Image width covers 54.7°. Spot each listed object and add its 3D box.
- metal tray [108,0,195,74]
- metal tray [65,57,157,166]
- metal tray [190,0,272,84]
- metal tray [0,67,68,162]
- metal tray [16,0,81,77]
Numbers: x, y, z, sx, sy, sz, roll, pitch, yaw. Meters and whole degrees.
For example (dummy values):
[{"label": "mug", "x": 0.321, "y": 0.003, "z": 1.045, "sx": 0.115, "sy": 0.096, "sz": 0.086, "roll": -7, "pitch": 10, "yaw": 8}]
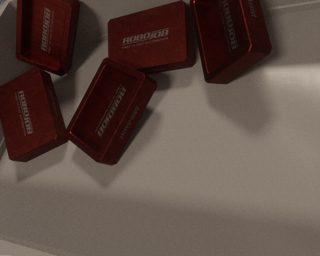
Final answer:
[{"label": "metal tray", "x": -0.016, "y": -0.129, "z": 0.467, "sx": 0.130, "sy": 0.030, "sz": 0.089, "roll": -5, "pitch": 83, "yaw": 25}, {"label": "metal tray", "x": -0.071, "y": -0.025, "z": 0.432, "sx": 0.090, "sy": 0.030, "sz": 0.129, "roll": 30, "pitch": 93, "yaw": 37}, {"label": "metal tray", "x": 0.081, "y": -0.130, "z": 0.382, "sx": 0.090, "sy": 0.030, "sz": 0.129, "roll": -35, "pitch": 59, "yaw": 59}, {"label": "metal tray", "x": -0.207, "y": -0.021, "z": 0.496, "sx": 0.090, "sy": 0.030, "sz": 0.130, "roll": -25, "pitch": 72, "yaw": 12}, {"label": "metal tray", "x": -0.190, "y": -0.161, "z": 0.518, "sx": 0.090, "sy": 0.129, "sz": 0.030, "roll": 21, "pitch": 36, "yaw": 0}]
